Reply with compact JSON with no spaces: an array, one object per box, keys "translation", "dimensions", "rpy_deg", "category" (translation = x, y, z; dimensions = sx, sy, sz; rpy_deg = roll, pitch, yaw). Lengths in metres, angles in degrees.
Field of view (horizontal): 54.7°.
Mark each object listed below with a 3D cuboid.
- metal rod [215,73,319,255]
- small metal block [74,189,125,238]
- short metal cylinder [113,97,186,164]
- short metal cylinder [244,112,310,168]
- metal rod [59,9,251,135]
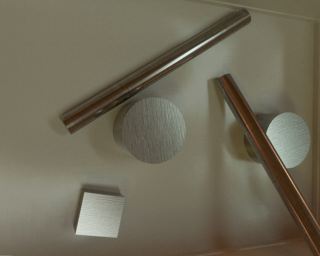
[{"translation":[0.154,0.058,0.405],"dimensions":[0.025,0.025,0.299],"rpy_deg":[-20,72,-19],"category":"metal rod"},{"translation":[-0.075,0.105,0.384],"dimensions":[0.050,0.025,0.050],"rpy_deg":[12,86,-20],"category":"small metal block"},{"translation":[-0.015,0.003,0.393],"dimensions":[0.081,0.050,0.079],"rpy_deg":[0,90,-21],"category":"short metal cylinder"},{"translation":[0.174,0.017,0.464],"dimensions":[0.081,0.050,0.079],"rpy_deg":[0,90,-21],"category":"short metal cylinder"},{"translation":[0.006,-0.083,0.413],"dimensions":[0.302,0.025,0.025],"rpy_deg":[-34,102,-17],"category":"metal rod"}]
